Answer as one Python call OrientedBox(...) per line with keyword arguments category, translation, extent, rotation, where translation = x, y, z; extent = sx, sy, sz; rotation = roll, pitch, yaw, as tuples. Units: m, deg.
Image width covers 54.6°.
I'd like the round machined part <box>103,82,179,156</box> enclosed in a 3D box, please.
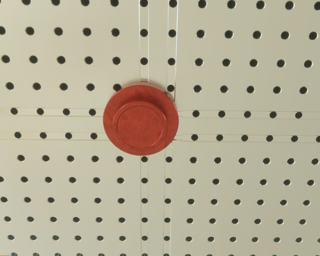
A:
OrientedBox(category="round machined part", translation=(-0.025, -0.008, 0.401), extent=(0.099, 0.042, 0.097), rotation=(0, 110, 0))
